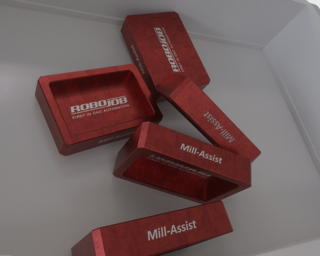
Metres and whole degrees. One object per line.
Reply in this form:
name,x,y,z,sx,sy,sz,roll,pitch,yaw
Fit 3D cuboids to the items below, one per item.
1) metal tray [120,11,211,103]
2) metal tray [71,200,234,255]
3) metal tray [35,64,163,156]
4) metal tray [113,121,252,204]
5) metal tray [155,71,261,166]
metal tray,0.007,-0.108,0.458,0.091,0.030,0.130,-16,75,-27
metal tray,-0.008,0.106,0.294,0.131,0.090,0.030,-4,64,-30
metal tray,-0.072,-0.027,0.380,0.131,0.030,0.090,-17,70,-35
metal tray,0.023,0.045,0.347,0.131,0.090,0.030,21,56,-16
metal tray,0.056,-0.011,0.383,0.130,0.090,0.030,43,93,-18
